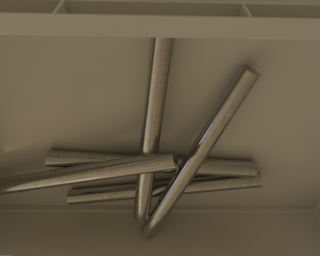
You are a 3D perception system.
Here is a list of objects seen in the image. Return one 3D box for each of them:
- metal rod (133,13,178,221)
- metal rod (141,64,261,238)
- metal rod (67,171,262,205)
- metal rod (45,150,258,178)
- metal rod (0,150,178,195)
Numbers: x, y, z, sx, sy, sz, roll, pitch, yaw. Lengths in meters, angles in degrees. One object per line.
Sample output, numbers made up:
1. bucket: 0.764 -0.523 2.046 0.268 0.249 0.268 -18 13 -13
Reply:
1. metal rod: -0.012 0.011 0.393 0.025 0.025 0.298 5 124 -5
2. metal rod: 0.043 0.050 0.424 0.025 0.025 0.298 19 120 -16
3. metal rod: 0.004 0.095 0.488 0.302 0.025 0.025 -6 130 5
4. metal rod: -0.009 0.052 0.452 0.302 0.025 0.025 3 130 -4
5. metal rod: -0.123 0.066 0.428 0.301 0.025 0.025 -11 130 15
